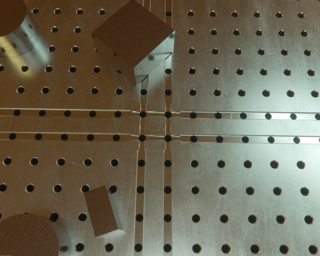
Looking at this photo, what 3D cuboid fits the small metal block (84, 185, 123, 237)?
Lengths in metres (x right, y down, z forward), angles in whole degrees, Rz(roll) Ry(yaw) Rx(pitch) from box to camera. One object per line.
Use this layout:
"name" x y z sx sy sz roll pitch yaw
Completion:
"small metal block" -0.065 0.099 0.362 0.025 0.050 0.050 -18 71 -7

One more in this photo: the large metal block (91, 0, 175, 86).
"large metal block" -0.036 -0.122 0.443 0.080 0.050 0.080 41 75 13

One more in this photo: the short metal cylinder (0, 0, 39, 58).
"short metal cylinder" -0.225 -0.149 0.450 0.081 0.050 0.080 0 70 -1

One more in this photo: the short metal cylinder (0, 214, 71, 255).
"short metal cylinder" -0.146 0.139 0.346 0.081 0.050 0.080 0 70 0
